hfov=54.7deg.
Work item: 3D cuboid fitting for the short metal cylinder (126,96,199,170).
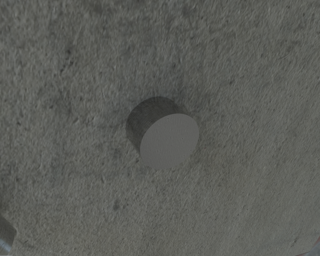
[{"bbox_3d":[0.002,0.006,0.397,0.081,0.050,0.079,-14,125,-21],"label":"short metal cylinder"}]

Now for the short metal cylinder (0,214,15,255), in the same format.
[{"bbox_3d":[-0.209,0.121,0.332,0.080,0.080,0.050,-29,129,-10],"label":"short metal cylinder"}]
